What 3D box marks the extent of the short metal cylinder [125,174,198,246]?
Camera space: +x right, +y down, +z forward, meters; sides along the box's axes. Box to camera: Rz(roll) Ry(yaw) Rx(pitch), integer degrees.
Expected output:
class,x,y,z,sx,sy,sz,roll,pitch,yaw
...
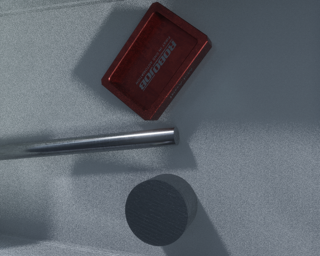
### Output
class,x,y,z,sx,sy,sz,roll,pitch,yaw
short metal cylinder,0.003,0.102,0.395,0.080,0.050,0.079,0,90,19

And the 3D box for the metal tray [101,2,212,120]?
class,x,y,z,sx,sy,sz,roll,pitch,yaw
metal tray,-0.006,-0.085,0.409,0.090,0.030,0.130,40,102,15

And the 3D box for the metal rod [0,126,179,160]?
class,x,y,z,sx,sy,sz,roll,pitch,yaw
metal rod,-0.120,0.025,0.451,0.301,0.025,0.025,-6,88,19
